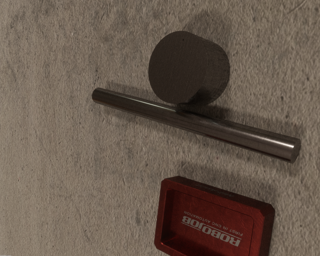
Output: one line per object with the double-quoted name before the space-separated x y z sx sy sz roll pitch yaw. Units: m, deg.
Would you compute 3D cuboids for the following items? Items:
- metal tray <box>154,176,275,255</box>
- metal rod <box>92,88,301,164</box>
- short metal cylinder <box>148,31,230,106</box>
"metal tray" 0.056 0.115 0.354 0.130 0.030 0.089 11 97 39
"metal rod" 0.017 -0.014 0.388 0.300 0.025 0.025 18 101 38
"short metal cylinder" 0.033 -0.067 0.360 0.080 0.050 0.079 0 90 39
